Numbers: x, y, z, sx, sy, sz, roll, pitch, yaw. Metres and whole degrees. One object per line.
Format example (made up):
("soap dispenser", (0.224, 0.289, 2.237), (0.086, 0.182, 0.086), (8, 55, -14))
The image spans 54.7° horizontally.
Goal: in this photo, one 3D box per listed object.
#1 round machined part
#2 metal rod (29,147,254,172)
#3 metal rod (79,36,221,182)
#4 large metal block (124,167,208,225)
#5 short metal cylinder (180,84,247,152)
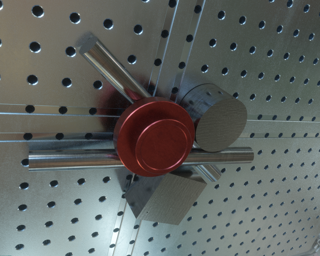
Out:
("round machined part", (-0.002, 0.015, 0.366), (0.099, 0.042, 0.097), (-8, 113, -20))
("metal rod", (-0.009, 0.039, 0.408), (0.303, 0.025, 0.025), (1, 118, -21))
("metal rod", (0.008, -0.004, 0.415), (0.025, 0.025, 0.300), (-44, 130, 2))
("large metal block", (0.008, 0.091, 0.454), (0.080, 0.050, 0.080), (22, 107, -37))
("short metal cylinder", (0.071, -0.014, 0.426), (0.081, 0.050, 0.079), (-14, 125, -21))
